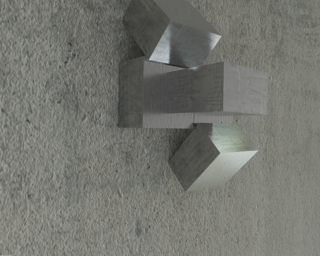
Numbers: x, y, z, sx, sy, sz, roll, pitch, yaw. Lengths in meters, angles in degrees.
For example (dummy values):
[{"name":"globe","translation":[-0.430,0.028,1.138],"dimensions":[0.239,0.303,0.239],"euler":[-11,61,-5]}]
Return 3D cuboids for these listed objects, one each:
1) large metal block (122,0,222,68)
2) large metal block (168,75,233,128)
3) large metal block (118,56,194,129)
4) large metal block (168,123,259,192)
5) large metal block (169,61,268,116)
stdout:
[{"name":"large metal block","translation":[0.013,-0.121,0.375],"dimensions":[0.081,0.050,0.080],"euler":[1,46,-40]},{"name":"large metal block","translation":[0.058,-0.039,0.439],"dimensions":[0.081,0.050,0.079],"euler":[1,90,-40]},{"name":"large metal block","translation":[-0.004,-0.040,0.386],"dimensions":[0.081,0.050,0.079],"euler":[1,90,-40]},{"name":"large metal block","translation":[0.072,0.039,0.425],"dimensions":[0.081,0.080,0.050],"euler":[1,46,-41]},{"name":"large metal block","translation":[0.068,-0.041,0.365],"dimensions":[0.081,0.080,0.050],"euler":[2,89,-40]}]
